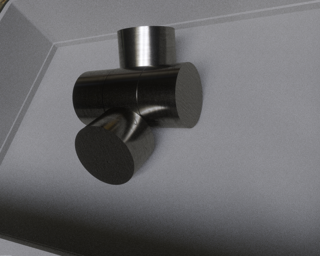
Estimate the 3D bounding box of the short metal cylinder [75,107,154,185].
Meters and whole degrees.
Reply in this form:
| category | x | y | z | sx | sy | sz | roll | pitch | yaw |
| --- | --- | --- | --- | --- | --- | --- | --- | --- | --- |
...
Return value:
| category | x | y | z | sx | sy | sz | roll | pitch | yaw |
| --- | --- | --- | --- | --- | --- | --- | --- | --- | --- |
| short metal cylinder | -0.054 | 0.021 | 0.374 | 0.080 | 0.080 | 0.050 | 0 | 28 | 28 |

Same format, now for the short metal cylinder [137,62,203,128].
| category | x | y | z | sx | sy | sz | roll | pitch | yaw |
| --- | --- | --- | --- | --- | --- | --- | --- | --- | --- |
| short metal cylinder | 0.015 | -0.040 | 0.385 | 0.050 | 0.080 | 0.080 | 1 | 62 | 29 |

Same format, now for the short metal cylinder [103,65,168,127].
| category | x | y | z | sx | sy | sz | roll | pitch | yaw |
| --- | --- | --- | --- | --- | --- | --- | --- | --- | --- |
| short metal cylinder | -0.030 | -0.041 | 0.409 | 0.050 | 0.080 | 0.080 | 1 | 62 | 29 |

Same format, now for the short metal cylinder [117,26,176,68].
| category | x | y | z | sx | sy | sz | roll | pitch | yaw |
| --- | --- | --- | --- | --- | --- | --- | --- | --- | --- |
| short metal cylinder | -0.018 | -0.111 | 0.437 | 0.080 | 0.080 | 0.050 | 2 | 101 | 29 |

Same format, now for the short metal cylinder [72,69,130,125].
| category | x | y | z | sx | sy | sz | roll | pitch | yaw |
| --- | --- | --- | --- | --- | --- | --- | --- | --- | --- |
| short metal cylinder | -0.074 | -0.041 | 0.433 | 0.050 | 0.080 | 0.080 | 1 | 62 | 29 |
